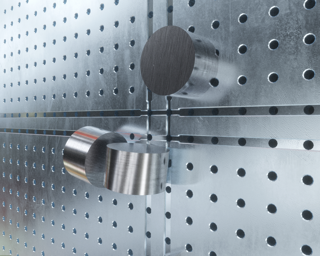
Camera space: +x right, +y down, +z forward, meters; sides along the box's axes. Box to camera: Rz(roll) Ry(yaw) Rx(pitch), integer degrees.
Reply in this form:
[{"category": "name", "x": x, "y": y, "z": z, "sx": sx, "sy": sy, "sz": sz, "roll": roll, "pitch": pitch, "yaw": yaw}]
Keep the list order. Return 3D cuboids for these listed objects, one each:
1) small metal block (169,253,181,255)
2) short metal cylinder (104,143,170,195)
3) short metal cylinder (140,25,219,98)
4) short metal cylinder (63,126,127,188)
[{"category": "small metal block", "x": 0.010, "y": 0.196, "z": 0.402, "sx": 0.050, "sy": 0.025, "sz": 0.050, "roll": -32, "pitch": 70, "yaw": 35}, {"category": "short metal cylinder", "x": -0.030, "y": 0.050, "z": 0.398, "sx": 0.080, "sy": 0.081, "sz": 0.050, "roll": 9, "pitch": 96, "yaw": 39}, {"category": "short metal cylinder", "x": 0.023, "y": -0.077, "z": 0.374, "sx": 0.080, "sy": 0.050, "sz": 0.079, "roll": 0, "pitch": 90, "yaw": 40}, {"category": "short metal cylinder", "x": -0.091, "y": 0.041, "z": 0.449, "sx": 0.050, "sy": 0.081, "sz": 0.079, "roll": 13, "pitch": 98, "yaw": 39}]
